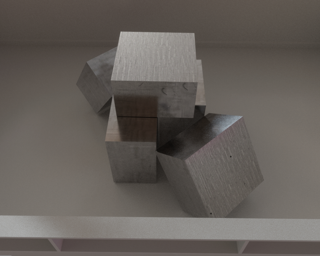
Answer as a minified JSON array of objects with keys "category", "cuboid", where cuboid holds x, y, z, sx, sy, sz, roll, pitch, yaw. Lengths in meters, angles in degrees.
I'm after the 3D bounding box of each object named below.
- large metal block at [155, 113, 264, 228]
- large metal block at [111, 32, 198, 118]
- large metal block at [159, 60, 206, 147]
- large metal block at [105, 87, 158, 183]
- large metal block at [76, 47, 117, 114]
[{"category":"large metal block","cuboid":[0.054,0.040,0.324,0.080,0.080,0.050,-34,23,-25]},{"category":"large metal block","cuboid":[-0.004,-0.058,0.331,0.080,0.050,0.080,1,50,1]},{"category":"large metal block","cuboid":[0.025,-0.030,0.391,0.050,0.080,0.080,1,50,0]},{"category":"large metal block","cuboid":[-0.028,0.009,0.360,0.050,0.080,0.080,1,50,0]},{"category":"large metal block","cuboid":[-0.058,-0.069,0.415,0.080,0.080,0.050,-35,94,-26]}]
